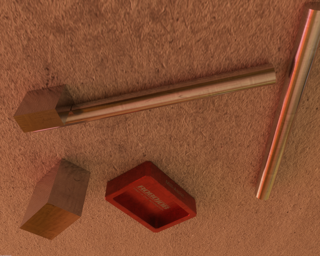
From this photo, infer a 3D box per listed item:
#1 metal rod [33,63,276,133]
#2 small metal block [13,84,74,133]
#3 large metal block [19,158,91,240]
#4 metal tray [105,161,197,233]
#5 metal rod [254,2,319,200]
[{"bbox_3d":[-0.017,-0.034,0.377,0.301,0.025,0.025,-11,130,8],"label":"metal rod"},{"bbox_3d":[-0.137,-0.024,0.368,0.050,0.050,0.025,-10,130,8],"label":"small metal block"},{"bbox_3d":[-0.153,0.105,0.458,0.050,0.080,0.080,34,122,-26],"label":"large metal block"},{"bbox_3d":[-0.012,0.116,0.502,0.090,0.030,0.130,-31,124,23],"label":"metal tray"},{"bbox_3d":[0.161,-0.007,0.403,0.025,0.025,0.298,-2,130,1],"label":"metal rod"}]
